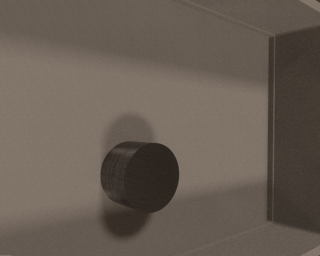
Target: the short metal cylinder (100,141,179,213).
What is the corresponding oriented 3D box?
[{"bbox_3d":[-0.023,0.057,0.373,0.081,0.050,0.079,0,90,-40],"label":"short metal cylinder"}]
